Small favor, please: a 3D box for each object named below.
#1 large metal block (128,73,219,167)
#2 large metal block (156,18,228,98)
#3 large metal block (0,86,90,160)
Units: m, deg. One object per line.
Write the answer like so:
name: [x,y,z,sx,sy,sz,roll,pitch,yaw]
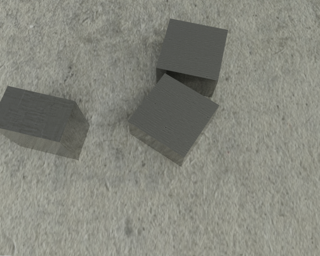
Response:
large metal block: [0.017,-0.010,0.399,0.080,0.050,0.080,32,73,11]
large metal block: [0.043,-0.097,0.431,0.080,0.050,0.080,13,70,4]
large metal block: [-0.140,-0.003,0.378,0.080,0.080,0.050,13,71,4]
